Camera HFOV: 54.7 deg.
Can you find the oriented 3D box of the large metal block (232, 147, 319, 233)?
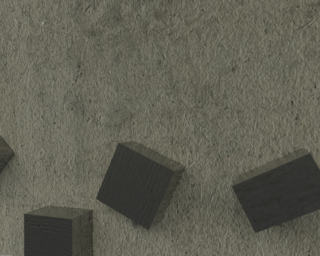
[{"bbox_3d":[0.131,0.063,0.334,0.080,0.080,0.050,-28,81,18],"label":"large metal block"}]

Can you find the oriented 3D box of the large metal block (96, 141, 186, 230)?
[{"bbox_3d":[-0.024,0.071,0.404,0.080,0.050,0.080,25,98,18],"label":"large metal block"}]

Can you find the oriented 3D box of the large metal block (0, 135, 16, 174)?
[{"bbox_3d":[-0.298,0.044,0.501,0.080,0.050,0.080,44,104,14],"label":"large metal block"}]

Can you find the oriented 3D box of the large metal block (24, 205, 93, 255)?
[{"bbox_3d":[-0.145,0.161,0.447,0.080,0.050,0.080,0,90,20],"label":"large metal block"}]
